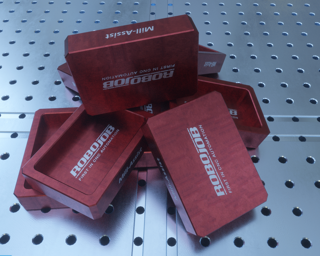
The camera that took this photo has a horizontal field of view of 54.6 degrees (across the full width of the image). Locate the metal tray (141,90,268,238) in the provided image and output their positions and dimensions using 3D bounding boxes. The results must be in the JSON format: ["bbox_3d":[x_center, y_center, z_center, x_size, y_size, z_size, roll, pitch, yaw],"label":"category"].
[{"bbox_3d":[0.047,0.036,0.331,0.091,0.030,0.130,-23,87,-18],"label":"metal tray"}]

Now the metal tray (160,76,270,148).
[{"bbox_3d":[0.068,-0.025,0.402,0.131,0.030,0.090,8,48,-16],"label":"metal tray"}]

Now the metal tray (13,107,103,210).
[{"bbox_3d":[-0.114,0.031,0.378,0.091,0.030,0.130,-3,49,-3],"label":"metal tray"}]

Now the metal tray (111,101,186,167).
[{"bbox_3d":[-0.017,-0.010,0.412,0.091,0.030,0.130,-2,48,-4],"label":"metal tray"}]

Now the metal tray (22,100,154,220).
[{"bbox_3d":[-0.072,0.024,0.345,0.090,0.030,0.130,21,53,17],"label":"metal tray"}]

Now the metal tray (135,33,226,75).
[{"bbox_3d":[0.033,-0.109,0.452,0.090,0.030,0.131,27,22,21],"label":"metal tray"}]

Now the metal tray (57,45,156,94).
[{"bbox_3d":[-0.077,-0.080,0.450,0.090,0.030,0.130,-38,44,-27],"label":"metal tray"}]

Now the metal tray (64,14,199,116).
[{"bbox_3d":[-0.026,-0.065,0.336,0.131,0.090,0.030,-12,51,-4],"label":"metal tray"}]
